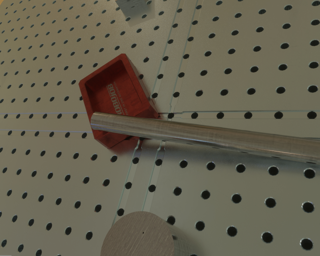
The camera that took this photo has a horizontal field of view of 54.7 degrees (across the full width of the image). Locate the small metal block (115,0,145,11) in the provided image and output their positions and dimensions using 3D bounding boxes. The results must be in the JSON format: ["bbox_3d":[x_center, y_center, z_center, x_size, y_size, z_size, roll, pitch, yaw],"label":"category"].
[{"bbox_3d":[-0.056,-0.259,0.595,0.050,0.025,0.050,-14,56,19],"label":"small metal block"}]

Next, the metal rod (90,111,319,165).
[{"bbox_3d":[0.051,0.009,0.353,0.301,0.025,0.025,8,66,24],"label":"metal rod"}]

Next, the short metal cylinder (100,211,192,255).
[{"bbox_3d":[-0.013,0.132,0.317,0.080,0.050,0.080,-13,56,20],"label":"short metal cylinder"}]

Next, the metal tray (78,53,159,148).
[{"bbox_3d":[-0.066,-0.044,0.464,0.090,0.030,0.130,-31,52,7],"label":"metal tray"}]
